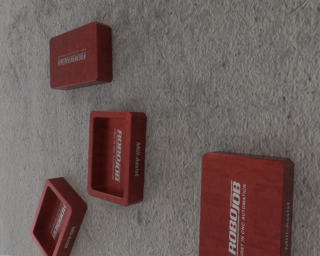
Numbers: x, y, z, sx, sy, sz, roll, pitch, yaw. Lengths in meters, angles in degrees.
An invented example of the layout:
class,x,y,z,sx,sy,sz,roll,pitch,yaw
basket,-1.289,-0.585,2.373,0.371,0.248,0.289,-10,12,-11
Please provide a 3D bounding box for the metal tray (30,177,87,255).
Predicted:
class,x,y,z,sx,sy,sz,roll,pitch,yaw
metal tray,-0.184,0.166,0.554,0.090,0.030,0.129,36,112,34

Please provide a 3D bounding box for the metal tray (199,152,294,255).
class,x,y,z,sx,sy,sz,roll,pitch,yaw
metal tray,0.089,0.093,0.328,0.090,0.030,0.129,3,92,40

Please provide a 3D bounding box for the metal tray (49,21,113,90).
class,x,y,z,sx,sy,sz,roll,pitch,yaw
metal tray,-0.134,-0.114,0.512,0.130,0.030,0.089,-2,89,40

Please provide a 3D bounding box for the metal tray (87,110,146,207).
class,x,y,z,sx,sy,sz,roll,pitch,yaw
metal tray,-0.065,0.040,0.455,0.090,0.030,0.129,4,93,40
